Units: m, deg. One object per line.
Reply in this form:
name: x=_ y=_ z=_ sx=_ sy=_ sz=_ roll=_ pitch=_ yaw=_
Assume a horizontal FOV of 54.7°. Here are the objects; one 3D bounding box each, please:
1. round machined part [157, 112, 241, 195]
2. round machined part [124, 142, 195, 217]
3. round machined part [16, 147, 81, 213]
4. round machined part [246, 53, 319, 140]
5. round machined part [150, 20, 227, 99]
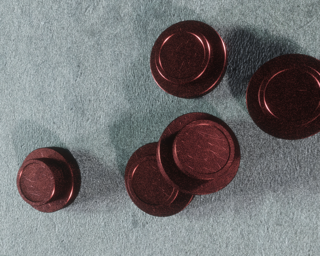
round machined part: x=0.047 y=0.028 z=0.360 sx=0.099 sy=0.042 sz=0.098 roll=2 pitch=75 yaw=-8
round machined part: x=-0.002 y=0.067 z=0.401 sx=0.098 sy=0.042 sz=0.097 roll=0 pitch=90 yaw=20
round machined part: x=-0.171 y=0.077 z=0.460 sx=0.098 sy=0.042 sz=0.097 roll=0 pitch=90 yaw=20
round machined part: x=0.147 y=-0.035 z=0.348 sx=0.098 sy=0.042 sz=0.097 roll=0 pitch=90 yaw=20
round machined part: x=0.033 y=-0.087 z=0.388 sx=0.098 sy=0.042 sz=0.097 roll=0 pitch=90 yaw=20
